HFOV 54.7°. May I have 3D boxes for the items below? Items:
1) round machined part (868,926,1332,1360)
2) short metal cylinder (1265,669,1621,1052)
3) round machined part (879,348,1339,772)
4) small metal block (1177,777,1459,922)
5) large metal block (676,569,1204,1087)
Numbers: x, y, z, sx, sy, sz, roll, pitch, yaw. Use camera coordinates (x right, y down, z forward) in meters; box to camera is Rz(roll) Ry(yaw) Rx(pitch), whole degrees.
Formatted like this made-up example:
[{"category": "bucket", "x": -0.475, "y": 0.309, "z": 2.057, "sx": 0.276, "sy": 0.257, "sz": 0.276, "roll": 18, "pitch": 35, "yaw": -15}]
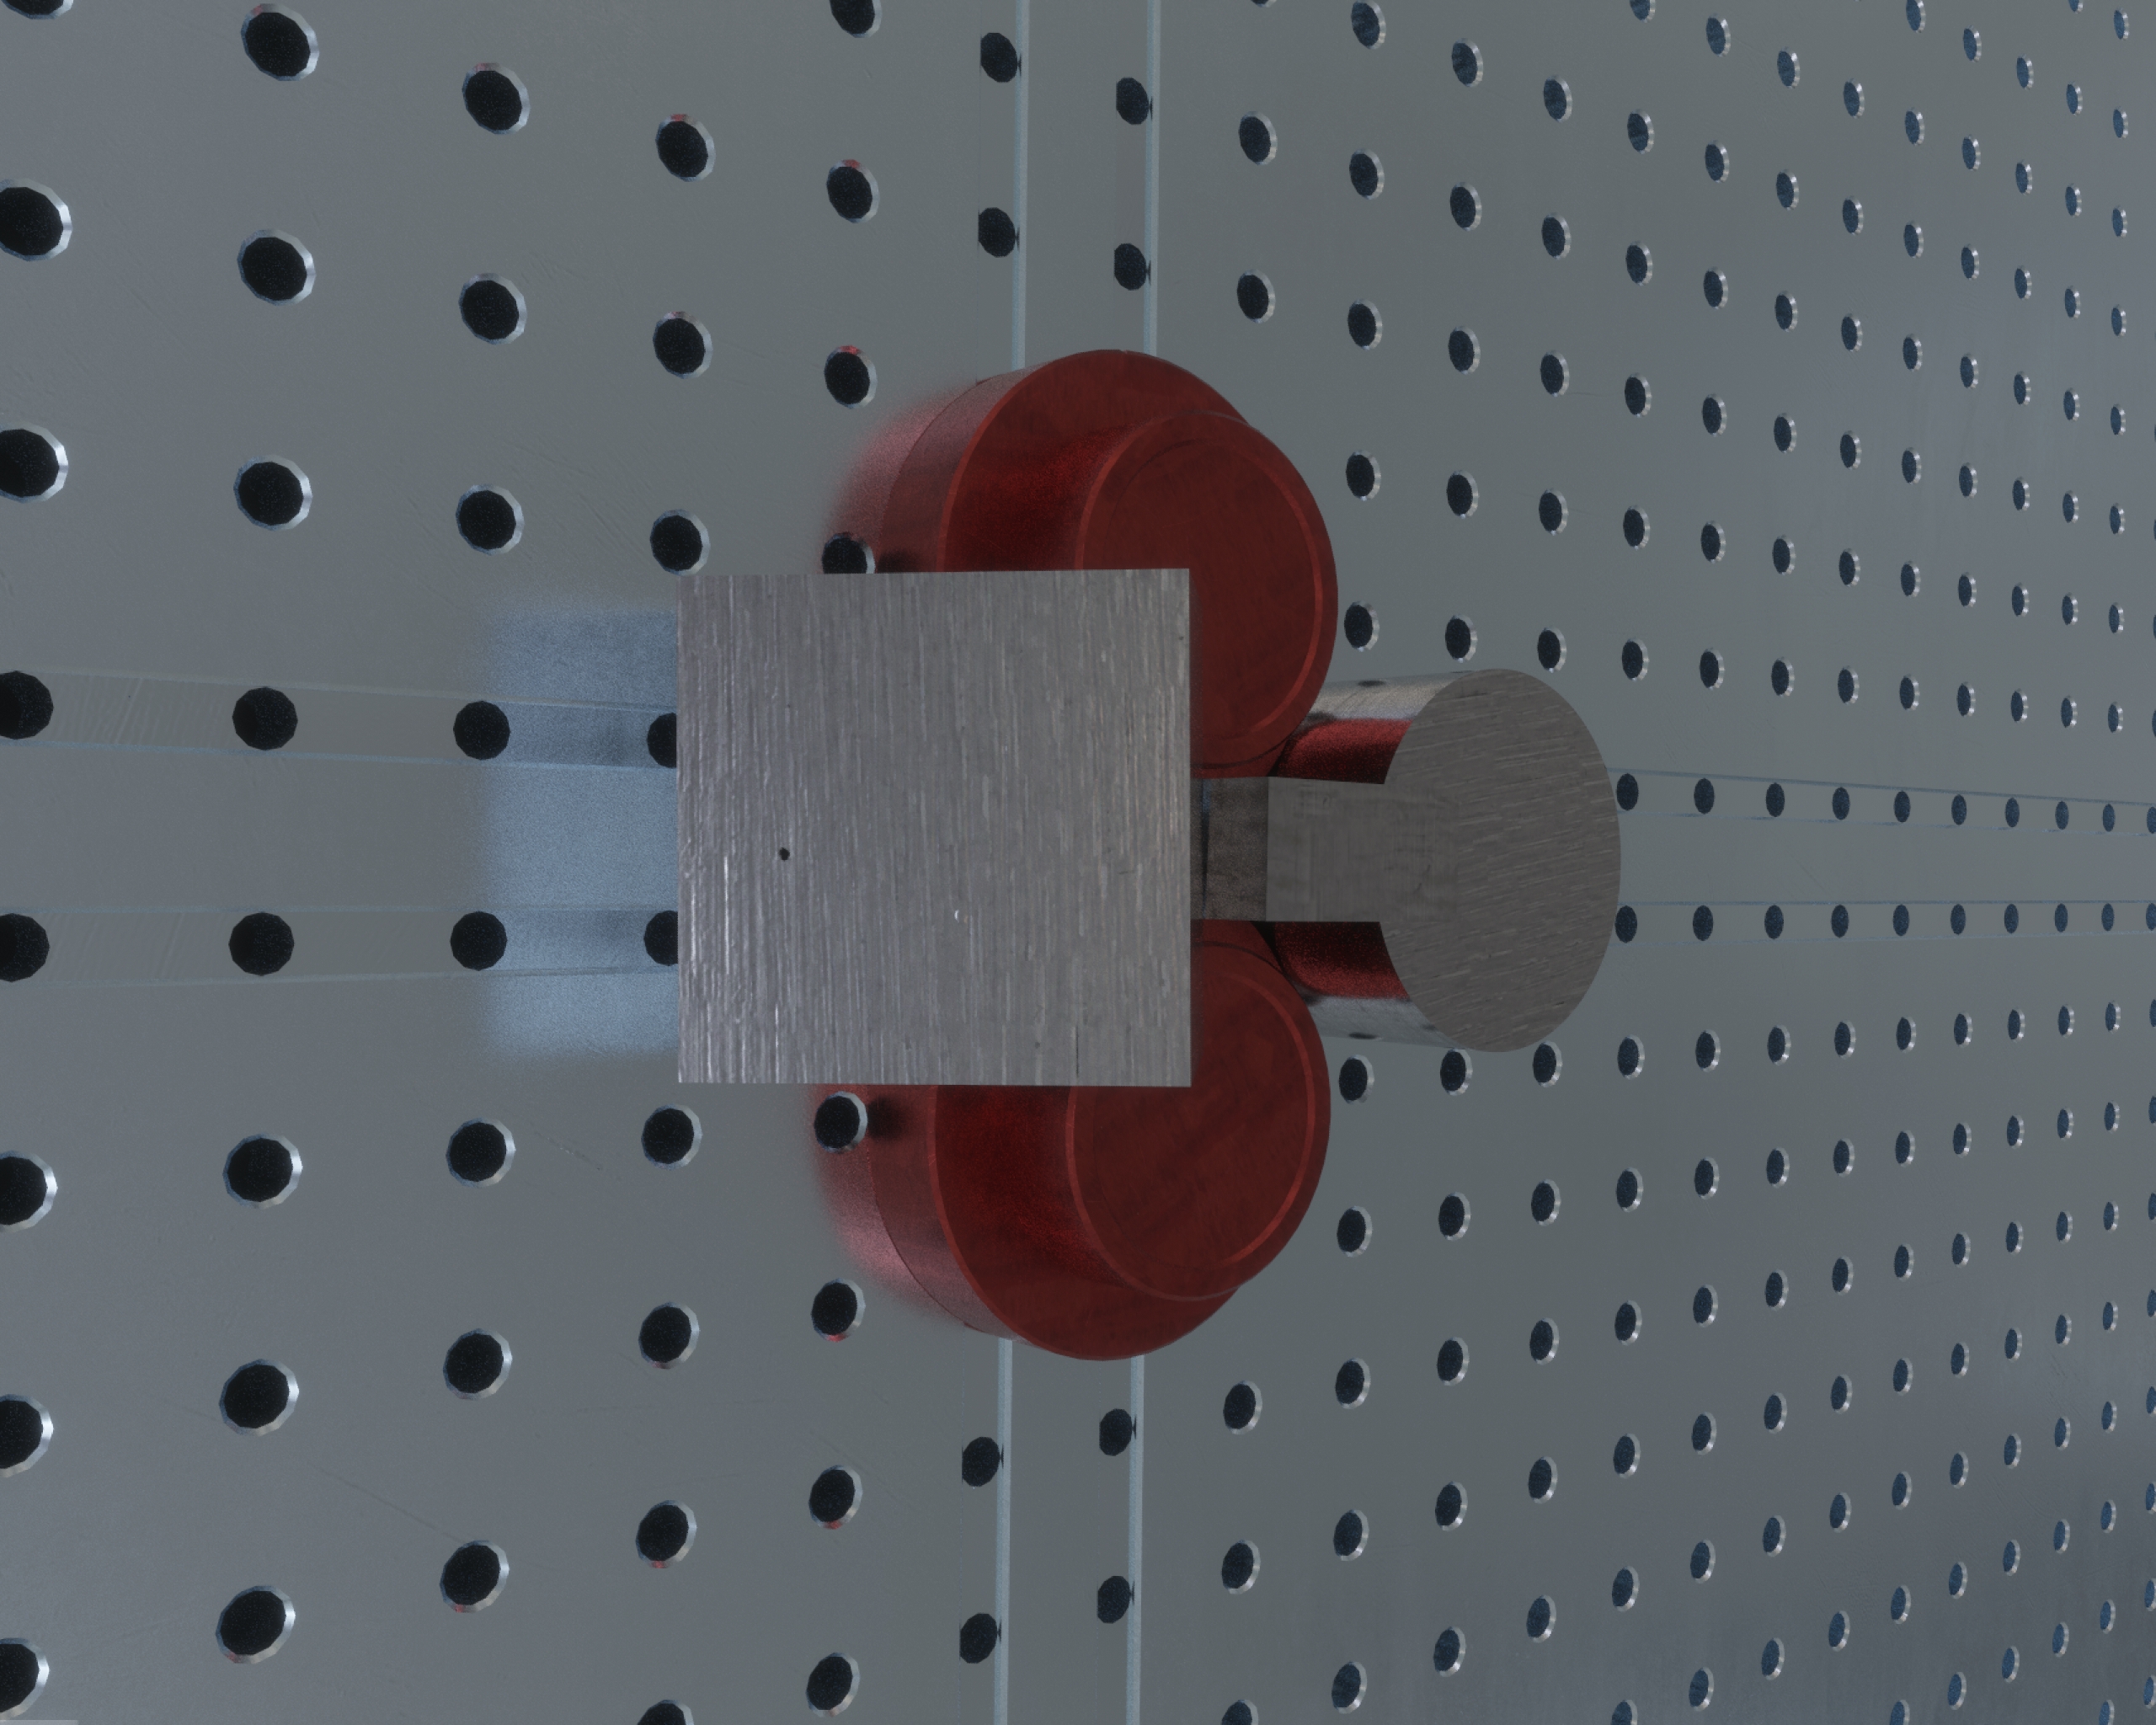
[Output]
[{"category": "round machined part", "x": 0.011, "y": 0.048, "z": 0.408, "sx": 0.099, "sy": 0.042, "sz": 0.097, "roll": 0, "pitch": 90, "yaw": -40}, {"category": "short metal cylinder", "x": 0.073, "y": -0.001, "z": 0.452, "sx": 0.081, "sy": 0.050, "sz": 0.080, "roll": 0, "pitch": 90, "yaw": -40}, {"category": "round machined part", "x": 0.013, "y": -0.052, "z": 0.409, "sx": 0.099, "sy": 0.042, "sz": 0.097, "roll": 0, "pitch": 90, "yaw": -40}, {"category": "small metal block", "x": 0.036, "y": -0.002, "z": 0.394, "sx": 0.050, "sy": 0.050, "sz": 0.025, "roll": 2, "pitch": 89, "yaw": -40}, {"category": "large metal block", "x": -0.020, "y": -0.006, "z": 0.349, "sx": 0.050, "sy": 0.080, "sz": 0.080, "roll": -6, "pitch": 96, "yaw": -85}]
